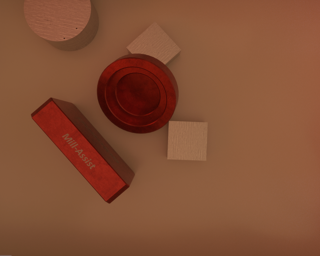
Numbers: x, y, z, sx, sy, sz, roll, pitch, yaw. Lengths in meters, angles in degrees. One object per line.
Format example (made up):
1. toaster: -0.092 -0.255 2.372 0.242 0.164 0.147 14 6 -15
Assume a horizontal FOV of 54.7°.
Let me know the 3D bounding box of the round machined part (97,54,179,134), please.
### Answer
1. round machined part: -0.025 -0.045 0.389 0.098 0.042 0.097 5 117 10

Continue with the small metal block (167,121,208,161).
1. small metal block: 0.035 0.016 0.412 0.050 0.025 0.050 2 90 -1

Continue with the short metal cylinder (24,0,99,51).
1. short metal cylinder: -0.123 -0.144 0.397 0.081 0.050 0.079 0 90 -1

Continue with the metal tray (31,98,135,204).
1. metal tray: -0.087 0.024 0.377 0.030 0.090 0.130 -41 91 0

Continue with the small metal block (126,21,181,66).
1. small metal block: -0.008 -0.102 0.411 0.050 0.025 0.050 -43 91 0
